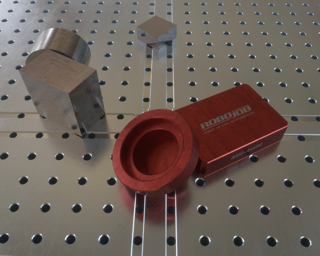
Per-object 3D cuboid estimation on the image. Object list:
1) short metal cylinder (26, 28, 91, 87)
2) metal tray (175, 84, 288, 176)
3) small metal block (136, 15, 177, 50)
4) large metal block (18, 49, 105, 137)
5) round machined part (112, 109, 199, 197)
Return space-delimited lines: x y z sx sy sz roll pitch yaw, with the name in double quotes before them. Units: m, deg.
"short metal cylinder" -0.146 -0.097 0.452 0.080 0.080 0.050 2 50 2
"metal tray" 0.086 -0.002 0.407 0.131 0.030 0.090 -22 54 -18
"small metal block" -0.005 -0.170 0.551 0.050 0.025 0.050 33 57 25
"large metal block" -0.125 -0.046 0.409 0.080 0.080 0.050 25 55 19
"round machined part" -0.001 0.031 0.355 0.098 0.042 0.098 -12 59 21
